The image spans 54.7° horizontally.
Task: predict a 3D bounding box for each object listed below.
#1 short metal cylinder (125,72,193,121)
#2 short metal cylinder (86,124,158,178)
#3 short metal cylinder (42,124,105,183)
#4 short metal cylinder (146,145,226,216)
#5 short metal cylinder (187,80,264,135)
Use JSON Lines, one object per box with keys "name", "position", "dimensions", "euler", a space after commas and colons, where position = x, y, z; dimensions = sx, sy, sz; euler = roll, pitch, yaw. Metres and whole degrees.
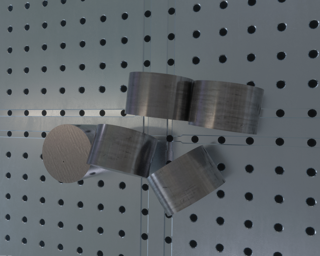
{"name": "short metal cylinder", "position": [-0.001, -0.038, 0.384], "dimensions": [0.080, 0.080, 0.050], "euler": [8, 93, 20]}
{"name": "short metal cylinder", "position": [-0.047, 0.031, 0.394], "dimensions": [0.080, 0.080, 0.050], "euler": [10, 78, 19]}
{"name": "short metal cylinder", "position": [-0.118, 0.034, 0.441], "dimensions": [0.080, 0.050, 0.079], "euler": [0, 90, 20]}
{"name": "short metal cylinder", "position": [0.031, 0.063, 0.372], "dimensions": [0.080, 0.080, 0.050], "euler": [-34, 79, 17]}
{"name": "short metal cylinder", "position": [0.075, -0.024, 0.357], "dimensions": [0.080, 0.080, 0.050], "euler": [9, 93, 19]}
